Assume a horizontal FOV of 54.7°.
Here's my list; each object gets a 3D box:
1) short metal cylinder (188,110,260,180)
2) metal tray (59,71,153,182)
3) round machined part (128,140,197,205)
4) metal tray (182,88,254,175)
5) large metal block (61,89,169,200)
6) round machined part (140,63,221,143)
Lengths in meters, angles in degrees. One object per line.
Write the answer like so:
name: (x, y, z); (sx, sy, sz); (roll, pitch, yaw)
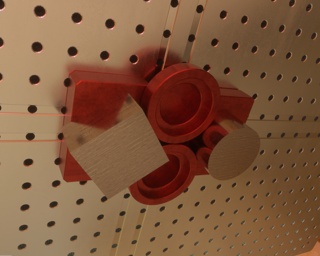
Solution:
short metal cylinder: (0.086, 0.023, 0.416); (0.081, 0.050, 0.079); (-14, 124, -21)
metal tray: (-0.066, 0.001, 0.372); (0.091, 0.030, 0.129); (0, 119, -30)
round machined part: (-0.002, 0.053, 0.420); (0.099, 0.042, 0.097); (-14, 124, -21)
metal tray: (0.073, 0.008, 0.450); (0.091, 0.030, 0.129); (1, 118, -29)
large metal block: (-0.048, 0.018, 0.341); (0.080, 0.050, 0.080); (-32, 129, -7)
round machined part: (0.021, -0.033, 0.379); (0.099, 0.042, 0.097); (-14, 124, -21)
